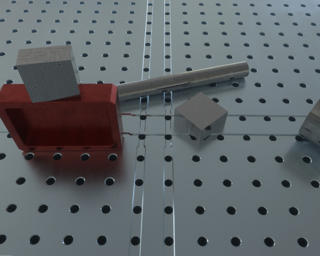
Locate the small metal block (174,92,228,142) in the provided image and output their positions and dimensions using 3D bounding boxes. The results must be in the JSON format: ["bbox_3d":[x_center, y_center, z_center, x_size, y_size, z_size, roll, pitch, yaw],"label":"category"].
[{"bbox_3d":[0.055,-0.016,0.422,0.050,0.025,0.050,-33,58,-25],"label":"small metal block"}]

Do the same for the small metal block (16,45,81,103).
[{"bbox_3d":[-0.112,-0.055,0.318,0.050,0.050,0.025,-8,51,-7],"label":"small metal block"}]

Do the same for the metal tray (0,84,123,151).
[{"bbox_3d":[-0.114,-0.010,0.372,0.131,0.089,0.030,0,50,-1],"label":"metal tray"}]

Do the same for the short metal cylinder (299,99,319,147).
[{"bbox_3d":[0.220,-0.011,0.384,0.080,0.080,0.050,-36,59,-26],"label":"short metal cylinder"}]

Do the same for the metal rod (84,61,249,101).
[{"bbox_3d":[-0.011,-0.062,0.459,0.302,0.025,0.025,-12,51,-11],"label":"metal rod"}]
